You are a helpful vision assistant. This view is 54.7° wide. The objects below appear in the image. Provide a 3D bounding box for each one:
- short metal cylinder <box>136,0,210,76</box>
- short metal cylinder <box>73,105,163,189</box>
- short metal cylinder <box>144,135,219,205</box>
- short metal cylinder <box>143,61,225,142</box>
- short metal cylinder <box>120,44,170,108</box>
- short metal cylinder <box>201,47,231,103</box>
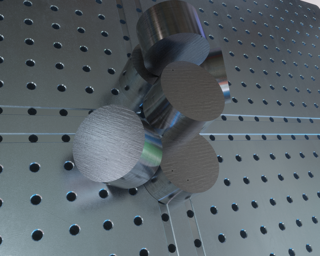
[{"bbox_3d":[0.015,-0.107,0.380,0.081,0.080,0.050,0,62,-28],"label":"short metal cylinder"},{"bbox_3d":[-0.044,0.021,0.329,0.050,0.080,0.080,42,29,-63],"label":"short metal cylinder"},{"bbox_3d":[0.023,0.047,0.375,0.081,0.050,0.080,14,57,-21],"label":"short metal cylinder"},{"bbox_3d":[0.027,-0.030,0.360,0.081,0.050,0.080,14,56,-21],"label":"short metal cylinder"},{"bbox_3d":[-0.010,-0.073,0.431,0.081,0.050,0.080,13,57,-21],"label":"short metal cylinder"},{"bbox_3d":[0.069,-0.071,0.444,0.050,0.080,0.080,-11,60,12],"label":"short metal cylinder"}]
